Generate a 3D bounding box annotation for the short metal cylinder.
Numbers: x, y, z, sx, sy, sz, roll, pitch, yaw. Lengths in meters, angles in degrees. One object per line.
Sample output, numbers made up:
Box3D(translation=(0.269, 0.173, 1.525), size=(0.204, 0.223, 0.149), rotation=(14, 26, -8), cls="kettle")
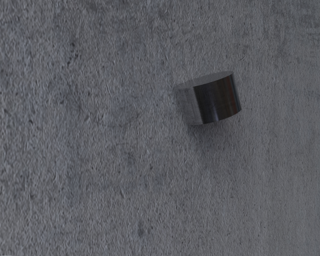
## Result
Box3D(translation=(0.066, -0.042, 0.423), size=(0.081, 0.080, 0.050), rotation=(-27, 107, -37), cls="short metal cylinder")
